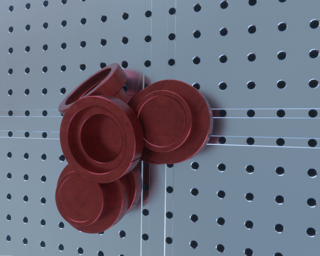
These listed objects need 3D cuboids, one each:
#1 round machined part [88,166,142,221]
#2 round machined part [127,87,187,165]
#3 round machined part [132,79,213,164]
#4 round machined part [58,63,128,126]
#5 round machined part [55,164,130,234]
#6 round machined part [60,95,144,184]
[{"bbox_3d":[-0.077,0.075,0.409,0.098,0.042,0.097,0,90,20],"label":"round machined part"},{"bbox_3d":[-0.004,-0.003,0.383,0.098,0.042,0.097,0,90,20],"label":"round machined part"},{"bbox_3d":[0.008,-0.007,0.355,0.098,0.042,0.097,0,89,20],"label":"round machined part"},{"bbox_3d":[-0.082,-0.040,0.413,0.098,0.098,0.042,-29,116,17],"label":"round machined part"},{"bbox_3d":[-0.091,0.085,0.391,0.098,0.042,0.097,0,90,20],"label":"round machined part"},{"bbox_3d":[-0.062,0.011,0.358,0.098,0.042,0.097,4,99,22],"label":"round machined part"}]
